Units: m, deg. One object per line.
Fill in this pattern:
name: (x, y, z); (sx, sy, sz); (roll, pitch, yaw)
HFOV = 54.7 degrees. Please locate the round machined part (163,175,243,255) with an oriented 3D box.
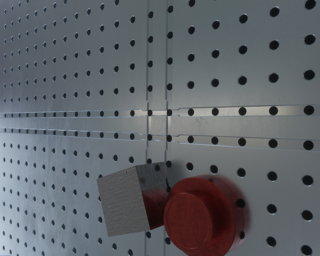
round machined part: (0.043, 0.107, 0.363); (0.098, 0.042, 0.097); (0, 90, 40)

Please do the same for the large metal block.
large metal block: (-0.034, 0.097, 0.422); (0.080, 0.050, 0.080); (-23, 75, 37)
